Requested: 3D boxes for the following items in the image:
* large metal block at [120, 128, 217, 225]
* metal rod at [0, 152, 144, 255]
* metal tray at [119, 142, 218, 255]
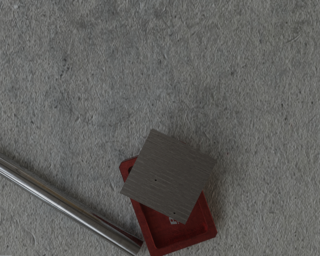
[{"bbox_3d":[0.009,0.053,0.367,0.080,0.050,0.080,26,90,0],"label":"large metal block"},{"bbox_3d":[-0.156,0.081,0.408,0.301,0.025,0.025,32,90,0],"label":"metal rod"},{"bbox_3d":[0.011,0.091,0.407,0.090,0.030,0.129,-19,90,0],"label":"metal tray"}]
